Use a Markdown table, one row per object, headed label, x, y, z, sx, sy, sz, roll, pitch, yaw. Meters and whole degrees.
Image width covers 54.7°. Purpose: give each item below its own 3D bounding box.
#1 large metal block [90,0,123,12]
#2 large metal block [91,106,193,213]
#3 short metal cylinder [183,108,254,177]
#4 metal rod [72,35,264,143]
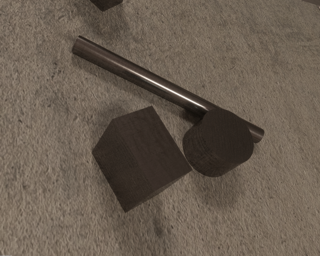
| label | x | y | z | sx | sy | sz | roll | pitch | yaw |
| --- | --- | --- | --- | --- | --- | --- | --- | --- | --- |
| large metal block | -0.089 | -0.241 | 0.469 | 0.080 | 0.080 | 0.050 | 43 | 51 | 1 |
| large metal block | -0.023 | 0.035 | 0.336 | 0.050 | 0.080 | 0.080 | -22 | 74 | -36 |
| short metal cylinder | 0.078 | 0.020 | 0.419 | 0.081 | 0.050 | 0.080 | 14 | 56 | -21 |
| metal rod | 0.021 | -0.050 | 0.446 | 0.302 | 0.025 | 0.025 | 25 | 53 | -13 |
